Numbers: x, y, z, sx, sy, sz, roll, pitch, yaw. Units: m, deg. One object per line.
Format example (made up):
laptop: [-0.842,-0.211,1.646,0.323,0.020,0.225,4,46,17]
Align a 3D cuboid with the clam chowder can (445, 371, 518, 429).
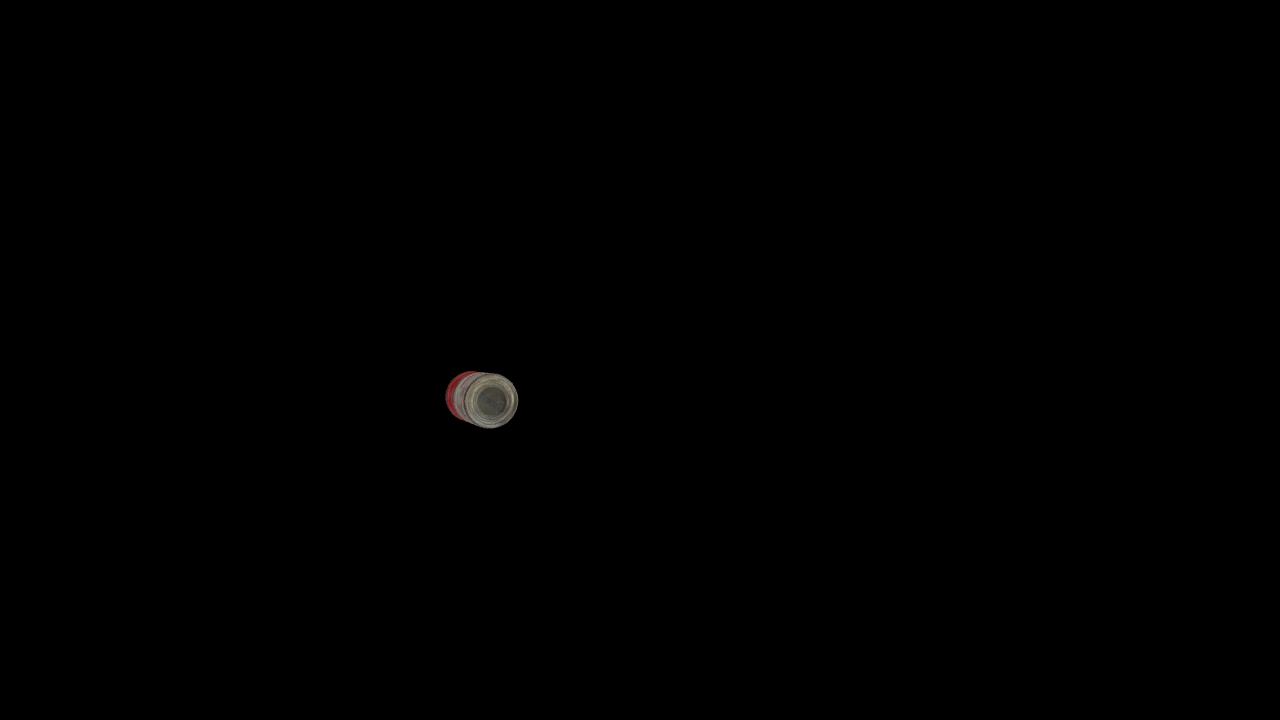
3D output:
clam chowder can: [-0.199,0.048,0.771,0.068,0.068,0.102,0,0,-28]
